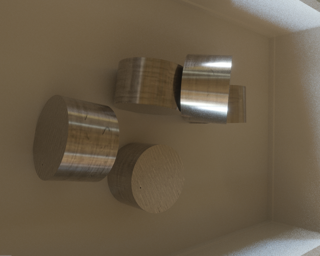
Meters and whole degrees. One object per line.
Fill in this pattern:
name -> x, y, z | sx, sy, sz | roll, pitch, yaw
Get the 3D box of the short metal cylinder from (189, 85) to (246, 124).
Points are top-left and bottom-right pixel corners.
short metal cylinder -> 0.081, -0.032, 0.441 | 0.081, 0.080, 0.050 | -2, 92, -40

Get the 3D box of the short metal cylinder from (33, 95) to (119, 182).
short metal cylinder -> -0.083, 0.012, 0.302 | 0.050, 0.080, 0.080 | 11, 83, -40

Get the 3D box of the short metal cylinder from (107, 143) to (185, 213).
short metal cylinder -> -0.016, 0.059, 0.379 | 0.081, 0.050, 0.079 | 0, 90, -40

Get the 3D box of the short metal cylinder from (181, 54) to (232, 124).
short metal cylinder -> 0.056, -0.046, 0.365 | 0.080, 0.050, 0.079 | 4, 91, -77

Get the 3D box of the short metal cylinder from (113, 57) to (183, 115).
short metal cylinder -> -0.011, -0.046, 0.363 | 0.081, 0.080, 0.050 | 10, 84, -40
